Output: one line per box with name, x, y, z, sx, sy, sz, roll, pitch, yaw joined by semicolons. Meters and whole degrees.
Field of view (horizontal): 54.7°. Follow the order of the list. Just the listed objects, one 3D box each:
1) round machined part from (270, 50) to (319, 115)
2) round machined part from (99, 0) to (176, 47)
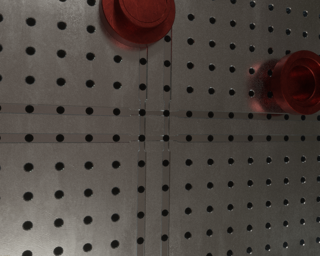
round machined part;0.214;-0.069;0.484;0.099;0.042;0.097;0;90;-21
round machined part;-0.025;-0.156;0.395;0.099;0.042;0.097;0;90;-21
